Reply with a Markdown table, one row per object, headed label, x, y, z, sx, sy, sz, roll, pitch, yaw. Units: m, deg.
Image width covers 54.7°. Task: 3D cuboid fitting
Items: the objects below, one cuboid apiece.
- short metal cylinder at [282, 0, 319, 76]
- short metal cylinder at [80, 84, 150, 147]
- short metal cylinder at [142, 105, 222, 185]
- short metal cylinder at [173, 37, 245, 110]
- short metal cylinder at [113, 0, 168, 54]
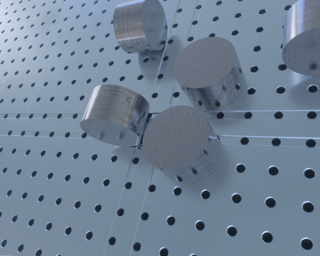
| label | x | y | z | sx | sy | sz | roll | pitch | yaw |
| --- | --- | --- | --- | --- | --- | --- | --- | --- | --- |
| short metal cylinder | 0.179 | -0.101 | 0.341 | 0.080 | 0.080 | 0.050 | -1 | 62 | 27 |
| short metal cylinder | -0.059 | -0.014 | 0.411 | 0.080 | 0.080 | 0.050 | 0 | 62 | 28 |
| short metal cylinder | 0.027 | 0.020 | 0.365 | 0.080 | 0.050 | 0.080 | -13 | 56 | 20 |
| short metal cylinder | 0.064 | -0.070 | 0.401 | 0.080 | 0.050 | 0.080 | -13 | 56 | 20 |
| short metal cylinder | -0.029 | -0.159 | 0.484 | 0.050 | 0.080 | 0.080 | 0 | 62 | 28 |
